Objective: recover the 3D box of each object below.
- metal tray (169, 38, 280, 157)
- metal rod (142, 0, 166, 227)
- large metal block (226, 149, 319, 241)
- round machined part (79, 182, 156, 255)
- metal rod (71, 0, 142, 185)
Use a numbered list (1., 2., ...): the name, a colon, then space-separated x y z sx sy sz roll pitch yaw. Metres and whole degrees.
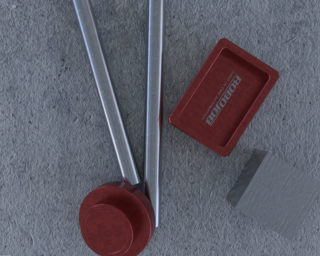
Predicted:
1. metal tray: 0.082 -0.039 0.408 0.090 0.030 0.130 33 90 -1
2. metal rod: -0.008 -0.022 0.409 0.025 0.025 0.298 1 90 -1
3. large metal block: 0.145 0.083 0.400 0.080 0.050 0.080 30 90 -1
4. round machined part: -0.058 0.120 0.387 0.098 0.042 0.097 2 98 16
5. metal rod: -0.076 -0.070 0.408 0.025 0.025 0.298 -16 90 0
